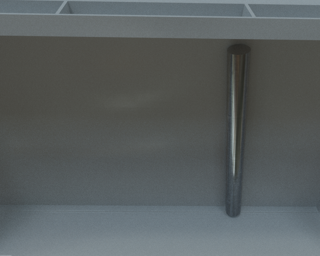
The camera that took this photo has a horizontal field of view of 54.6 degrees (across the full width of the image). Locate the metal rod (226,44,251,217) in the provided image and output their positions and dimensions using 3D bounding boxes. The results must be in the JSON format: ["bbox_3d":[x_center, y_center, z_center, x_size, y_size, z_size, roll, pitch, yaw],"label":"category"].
[{"bbox_3d":[0.105,0.027,0.432,0.025,0.025,0.299,-6,130,5],"label":"metal rod"}]
